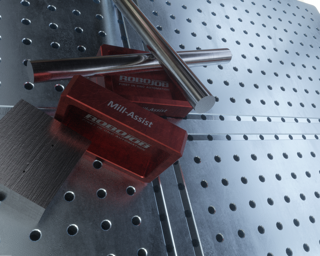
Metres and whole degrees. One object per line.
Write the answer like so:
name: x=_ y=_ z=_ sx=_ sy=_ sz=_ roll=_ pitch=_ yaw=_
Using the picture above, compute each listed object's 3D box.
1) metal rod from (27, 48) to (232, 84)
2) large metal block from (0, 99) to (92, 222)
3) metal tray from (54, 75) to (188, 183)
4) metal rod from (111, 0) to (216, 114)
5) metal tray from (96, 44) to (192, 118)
metal rod: x=-0.016 y=-0.088 z=0.415 sx=0.303 sy=0.025 sz=0.025 roll=-13 pitch=69 yaw=-34
large metal block: x=-0.128 y=0.032 z=0.304 sx=0.080 sy=0.050 sz=0.080 roll=33 pitch=51 yaw=-7
metal tray: x=-0.048 y=0.007 z=0.337 sx=0.131 sy=0.090 sz=0.030 roll=27 pitch=52 yaw=-12
metal rod: x=-0.015 y=-0.127 z=0.419 sx=0.025 sy=0.025 sz=0.300 roll=-5 pitch=46 yaw=-31
metal tray: x=-0.020 y=-0.064 z=0.434 sx=0.131 sy=0.030 sz=0.090 roll=3 pitch=60 yaw=-27
